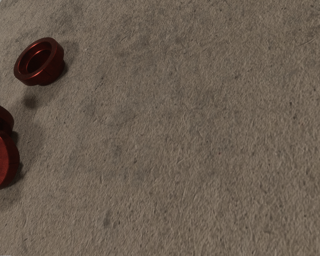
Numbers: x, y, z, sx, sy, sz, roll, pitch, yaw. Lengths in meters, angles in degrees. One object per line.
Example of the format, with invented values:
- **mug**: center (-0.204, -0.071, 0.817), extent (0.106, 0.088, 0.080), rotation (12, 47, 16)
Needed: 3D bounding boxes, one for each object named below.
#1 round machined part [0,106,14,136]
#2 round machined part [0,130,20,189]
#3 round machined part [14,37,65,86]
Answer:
- **round machined part**: center (-0.297, -0.001, 0.509), extent (0.098, 0.098, 0.042), rotation (-19, 51, 16)
- **round machined part**: center (-0.260, 0.049, 0.479), extent (0.098, 0.042, 0.097), rotation (0, 89, 15)
- **round machined part**: center (-0.218, -0.118, 0.577), extent (0.098, 0.042, 0.098), rotation (-13, 56, 20)
